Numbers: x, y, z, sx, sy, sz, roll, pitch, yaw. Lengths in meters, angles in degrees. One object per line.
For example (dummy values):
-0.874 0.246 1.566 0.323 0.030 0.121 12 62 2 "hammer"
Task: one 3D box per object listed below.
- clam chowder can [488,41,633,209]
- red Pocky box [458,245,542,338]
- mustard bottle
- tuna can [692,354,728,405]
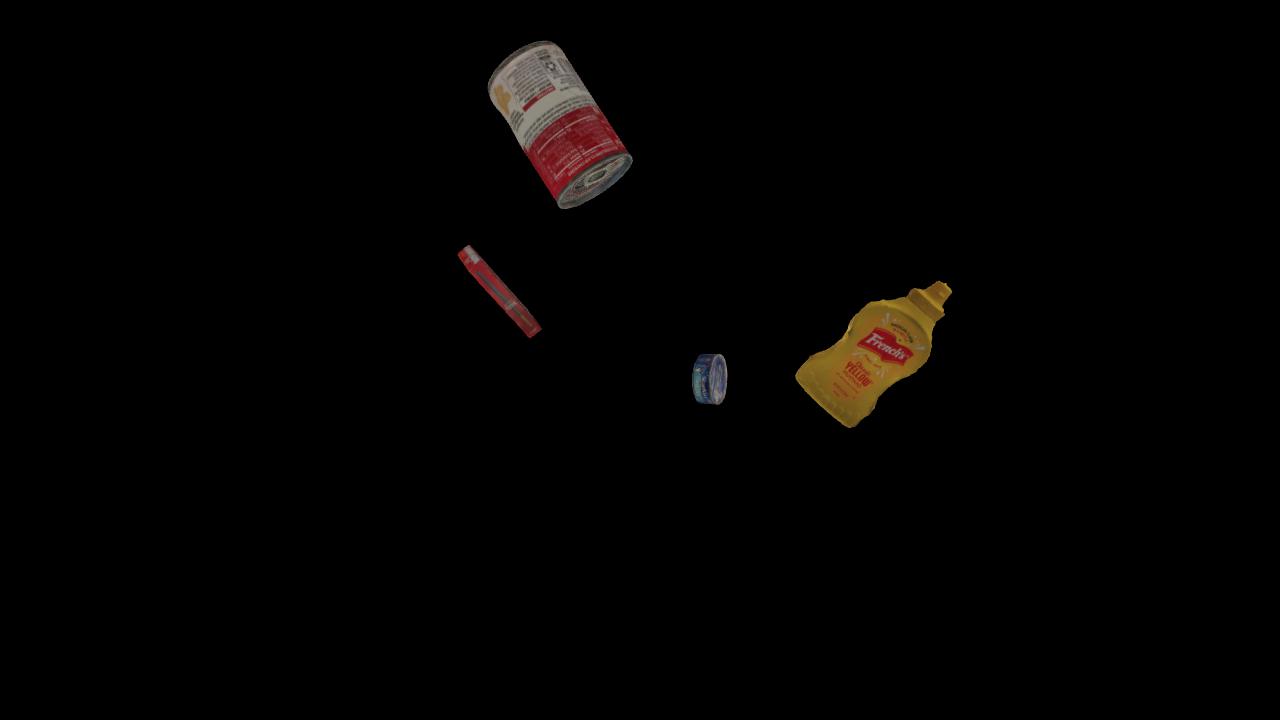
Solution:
-0.061 -0.177 0.467 0.068 0.102 0.068 -33 0 0 "clam chowder can"
-0.218 -0.105 0.961 0.155 0.028 0.083 52 -5 -37 "red Pocky box"
0.268 -0.016 0.683 0.184 0.092 0.054 -48 -8 20 "mustard bottle"
0.116 0.031 1.016 0.034 0.084 0.084 2 1 26 "tuna can"
